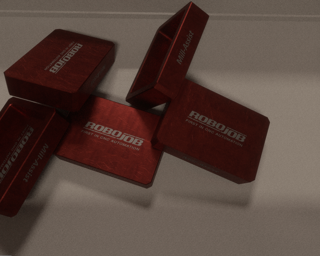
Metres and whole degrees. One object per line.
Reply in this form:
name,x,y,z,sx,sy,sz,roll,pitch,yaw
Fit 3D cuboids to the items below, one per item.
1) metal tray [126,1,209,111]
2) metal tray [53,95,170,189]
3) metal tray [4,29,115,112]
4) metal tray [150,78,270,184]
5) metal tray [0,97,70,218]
metal tray,0.008,-0.091,0.407,0.030,0.090,0.130,30,69,-23
metal tray,-0.059,0.015,0.401,0.131,0.030,0.090,18,71,6
metal tray,-0.123,-0.081,0.405,0.090,0.030,0.130,15,43,5
metal tray,0.065,0.005,0.388,0.131,0.030,0.090,24,70,-8
metal tray,-0.179,0.030,0.376,0.090,0.030,0.130,15,69,29
